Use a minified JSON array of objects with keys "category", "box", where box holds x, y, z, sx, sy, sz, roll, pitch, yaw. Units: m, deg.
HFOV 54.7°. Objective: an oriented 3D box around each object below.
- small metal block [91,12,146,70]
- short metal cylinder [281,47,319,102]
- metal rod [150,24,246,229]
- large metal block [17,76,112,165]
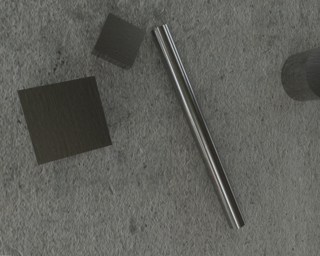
[{"category":"small metal block","box":[-0.052,-0.108,0.390,0.050,0.025,0.050,23,82,-19]},{"category":"short metal cylinder","box":[0.241,-0.083,0.487,0.081,0.050,0.079,0,90,-21]},{"category":"metal rod","box":[0.056,0.004,0.430,0.025,0.025,0.299,-26,99,-18]},{"category":"large metal block","box":[-0.108,-0.010,0.356,0.081,0.050,0.080,-15,95,-20]}]
